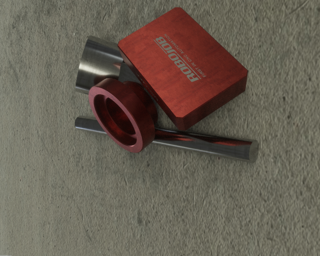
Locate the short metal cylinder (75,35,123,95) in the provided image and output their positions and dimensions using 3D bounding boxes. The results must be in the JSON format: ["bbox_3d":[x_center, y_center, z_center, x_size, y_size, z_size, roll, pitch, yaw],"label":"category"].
[{"bbox_3d":[-0.082,-0.082,0.432,0.080,0.050,0.080,-164,89,-79],"label":"short metal cylinder"}]

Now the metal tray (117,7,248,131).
[{"bbox_3d":[0.023,-0.071,0.351,0.090,0.030,0.130,-34,63,-7],"label":"metal tray"}]

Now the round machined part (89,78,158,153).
[{"bbox_3d":[-0.041,-0.020,0.389,0.098,0.042,0.097,35,148,26],"label":"round machined part"}]

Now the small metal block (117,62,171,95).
[{"bbox_3d":[-0.019,-0.063,0.404,0.050,0.050,0.025,30,109,36],"label":"small metal block"}]

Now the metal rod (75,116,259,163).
[{"bbox_3d":[-0.016,0.008,0.420,0.300,0.025,0.025,8,95,39],"label":"metal rod"}]
